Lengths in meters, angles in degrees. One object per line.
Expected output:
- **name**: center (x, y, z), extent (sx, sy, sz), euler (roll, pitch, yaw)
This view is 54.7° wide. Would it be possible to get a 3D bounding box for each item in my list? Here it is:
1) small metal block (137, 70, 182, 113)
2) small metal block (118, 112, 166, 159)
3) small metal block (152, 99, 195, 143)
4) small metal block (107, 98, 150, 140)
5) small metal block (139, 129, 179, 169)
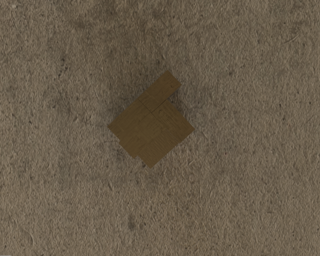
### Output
- **small metal block**: center (-0.001, -0.044, 0.398), extent (0.050, 0.050, 0.025), euler (-43, 91, 0)
- **small metal block**: center (-0.020, 0.008, 0.373), extent (0.050, 0.050, 0.025), euler (-43, 91, 0)
- **small metal block**: center (0.016, -0.008, 0.399), extent (0.025, 0.050, 0.050), euler (-43, 91, 0)
- **small metal block**: center (-0.037, -0.010, 0.398), extent (0.050, 0.050, 0.025), euler (-43, 91, 0)
- **small metal block**: center (-0.011, 0.018, 0.411), extent (0.050, 0.025, 0.050), euler (-43, 91, 0)
